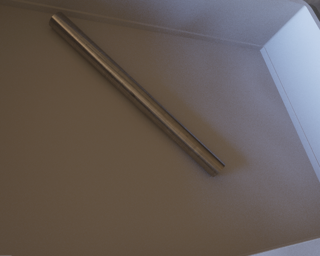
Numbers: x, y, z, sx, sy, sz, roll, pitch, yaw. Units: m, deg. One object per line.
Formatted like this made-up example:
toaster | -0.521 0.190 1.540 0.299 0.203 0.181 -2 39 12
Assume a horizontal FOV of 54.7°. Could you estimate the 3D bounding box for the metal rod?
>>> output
metal rod | -0.031 -0.045 0.417 0.300 0.025 0.025 43 51 1
